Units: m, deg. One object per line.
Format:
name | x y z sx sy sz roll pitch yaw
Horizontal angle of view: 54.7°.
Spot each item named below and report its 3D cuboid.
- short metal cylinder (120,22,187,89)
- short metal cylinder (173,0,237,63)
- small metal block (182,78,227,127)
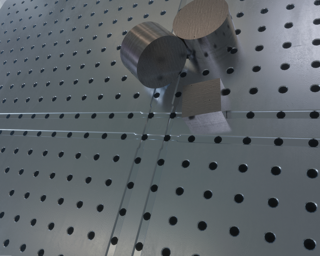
short metal cylinder | -0.009 -0.103 0.441 0.080 0.080 0.050 -42 51 0
short metal cylinder | 0.065 -0.141 0.445 0.080 0.050 0.080 -13 56 21
small metal block | 0.057 -0.032 0.398 0.050 0.025 0.050 -9 58 23
